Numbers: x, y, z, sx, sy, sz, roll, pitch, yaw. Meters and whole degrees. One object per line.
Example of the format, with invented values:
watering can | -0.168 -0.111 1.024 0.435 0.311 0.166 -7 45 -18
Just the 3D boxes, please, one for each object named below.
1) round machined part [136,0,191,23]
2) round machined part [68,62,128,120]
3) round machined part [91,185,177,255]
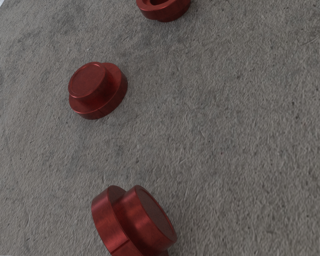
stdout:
round machined part | 0.013 -0.217 0.520 0.098 0.042 0.098 -13 56 21
round machined part | -0.104 -0.065 0.488 0.098 0.042 0.098 -13 56 21
round machined part | -0.020 0.096 0.308 0.042 0.098 0.098 -38 51 3
